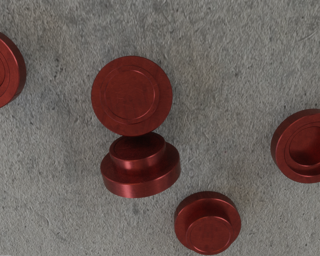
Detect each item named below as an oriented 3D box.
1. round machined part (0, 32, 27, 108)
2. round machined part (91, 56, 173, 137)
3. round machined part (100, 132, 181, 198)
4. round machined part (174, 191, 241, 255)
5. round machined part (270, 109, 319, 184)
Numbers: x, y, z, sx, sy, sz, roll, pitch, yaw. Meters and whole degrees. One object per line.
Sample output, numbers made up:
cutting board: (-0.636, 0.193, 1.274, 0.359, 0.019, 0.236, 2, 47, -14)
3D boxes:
round machined part: (-0.210, -0.072, 0.372, 0.099, 0.042, 0.097, 0, 110, 0)
round machined part: (-0.034, -0.038, 0.371, 0.099, 0.042, 0.097, 0, 91, 1)
round machined part: (-0.025, 0.038, 0.382, 0.099, 0.098, 0.042, -7, 118, 2)
round machined part: (0.070, 0.146, 0.455, 0.099, 0.042, 0.097, 0, 110, 0)
round machined part: (0.195, 0.021, 0.410, 0.099, 0.042, 0.097, 0, 110, 0)
